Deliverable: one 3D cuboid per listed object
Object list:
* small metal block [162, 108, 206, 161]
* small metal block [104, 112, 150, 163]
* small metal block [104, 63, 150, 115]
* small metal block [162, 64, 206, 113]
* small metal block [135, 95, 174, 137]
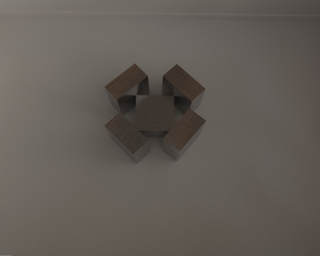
[{"bbox_3d":[0.029,0.010,0.390,0.025,0.050,0.050,39,74,12],"label":"small metal block"},{"bbox_3d":[-0.040,0.014,0.389,0.025,0.050,0.050,-43,76,-13],"label":"small metal block"},{"bbox_3d":[-0.042,-0.050,0.412,0.050,0.050,0.025,-40,74,-13],"label":"small metal block"},{"bbox_3d":[0.030,-0.049,0.412,0.025,0.050,0.050,-43,77,-15],"label":"small metal block"},{"bbox_3d":[-0.007,-0.016,0.413,0.050,0.025,0.050,1,70,0],"label":"small metal block"}]
